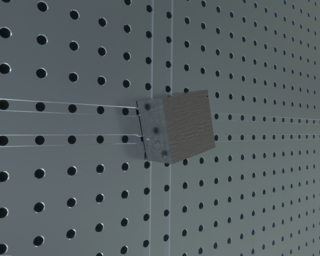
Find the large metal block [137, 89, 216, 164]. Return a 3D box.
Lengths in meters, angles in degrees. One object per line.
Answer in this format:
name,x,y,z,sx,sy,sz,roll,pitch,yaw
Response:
large metal block,0.023,-0.004,0.410,0.081,0.050,0.080,-16,100,-39
